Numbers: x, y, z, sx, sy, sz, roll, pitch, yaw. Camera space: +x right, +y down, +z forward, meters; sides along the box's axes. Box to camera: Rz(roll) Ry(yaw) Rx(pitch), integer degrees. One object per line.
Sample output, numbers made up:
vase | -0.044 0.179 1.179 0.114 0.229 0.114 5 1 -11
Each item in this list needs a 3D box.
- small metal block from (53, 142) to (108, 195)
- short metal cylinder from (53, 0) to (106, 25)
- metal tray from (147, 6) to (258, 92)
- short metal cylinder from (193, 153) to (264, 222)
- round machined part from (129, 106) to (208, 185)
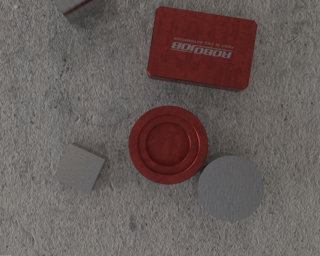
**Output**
small metal block | -0.104 0.053 0.409 0.050 0.025 0.050 25 90 0
short metal cylinder | -0.110 -0.176 0.381 0.050 0.080 0.080 -32 90 0
metal tray | 0.054 -0.102 0.408 0.131 0.030 0.089 9 90 0
short metal cylinder | 0.086 0.073 0.398 0.081 0.050 0.080 0 90 0
round machined part | 0.010 0.021 0.402 0.099 0.042 0.097 0 90 0
